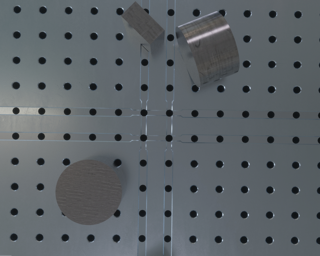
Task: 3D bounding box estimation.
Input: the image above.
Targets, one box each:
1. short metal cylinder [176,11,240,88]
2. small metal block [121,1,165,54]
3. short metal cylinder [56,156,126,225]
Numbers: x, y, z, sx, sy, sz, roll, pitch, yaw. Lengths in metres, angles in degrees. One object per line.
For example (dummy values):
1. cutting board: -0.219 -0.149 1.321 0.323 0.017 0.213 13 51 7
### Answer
1. short metal cylinder: 0.058 -0.097 0.386 0.050 0.080 0.080 -22 90 0
2. small metal block: -0.021 -0.128 0.401 0.050 0.050 0.025 45 90 0
3. short metal cylinder: -0.086 0.078 0.400 0.081 0.050 0.079 0 90 0
